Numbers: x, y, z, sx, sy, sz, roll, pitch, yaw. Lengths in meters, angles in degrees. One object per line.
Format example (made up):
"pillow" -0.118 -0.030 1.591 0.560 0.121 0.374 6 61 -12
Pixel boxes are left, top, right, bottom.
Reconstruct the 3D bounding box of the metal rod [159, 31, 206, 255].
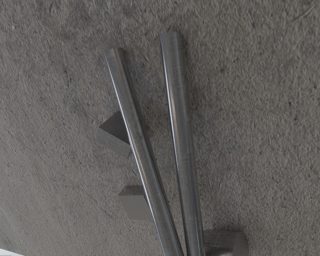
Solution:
"metal rod" 0.030 0.040 0.371 0.025 0.025 0.298 -1 105 28

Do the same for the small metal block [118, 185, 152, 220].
"small metal block" -0.032 0.120 0.498 0.050 0.025 0.050 -9 114 32

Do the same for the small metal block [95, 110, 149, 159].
"small metal block" -0.051 0.008 0.422 0.050 0.050 0.025 29 129 10

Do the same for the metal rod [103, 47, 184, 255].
"metal rod" -0.016 0.048 0.388 0.025 0.025 0.298 -15 93 34

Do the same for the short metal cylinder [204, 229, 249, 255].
"short metal cylinder" 0.091 0.187 0.439 0.050 0.080 0.080 -6 116 31
